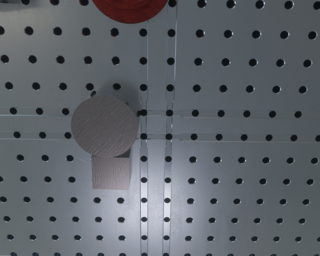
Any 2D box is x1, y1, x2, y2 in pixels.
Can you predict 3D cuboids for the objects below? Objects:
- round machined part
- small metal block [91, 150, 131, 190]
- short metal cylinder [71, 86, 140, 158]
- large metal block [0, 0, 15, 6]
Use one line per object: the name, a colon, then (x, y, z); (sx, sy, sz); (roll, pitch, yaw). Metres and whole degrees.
round machined part: (-0.034, -0.166, 0.343); (0.099, 0.042, 0.097); (0, 110, 0)
small metal block: (-0.068, 0.058, 0.434); (0.050, 0.025, 0.050); (2, 110, -1)
short metal cylinder: (-0.067, -0.009, 0.396); (0.081, 0.050, 0.079); (0, 110, 0)
large metal block: (-0.204, -0.168, 0.320); (0.050, 0.080, 0.079); (-7, 110, 3)
